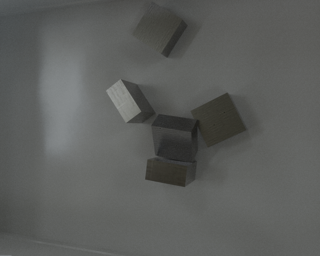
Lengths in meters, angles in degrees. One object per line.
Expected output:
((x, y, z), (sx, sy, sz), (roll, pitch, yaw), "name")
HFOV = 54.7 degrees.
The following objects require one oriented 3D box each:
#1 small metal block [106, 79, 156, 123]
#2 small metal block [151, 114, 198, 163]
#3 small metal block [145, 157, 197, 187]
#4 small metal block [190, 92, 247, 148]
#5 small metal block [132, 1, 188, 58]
((-0.037, -0.034, 0.409), (0.025, 0.050, 0.050), (-36, 79, 16), "small metal block")
((0.020, 0.013, 0.390), (0.050, 0.025, 0.050), (9, 130, 19), "small metal block")
((0.015, 0.053, 0.391), (0.050, 0.050, 0.025), (7, 93, 19), "small metal block")
((0.074, -0.009, 0.384), (0.050, 0.025, 0.050), (-27, 81, 17), "small metal block")
((0.000, -0.130, 0.410), (0.050, 0.025, 0.050), (36, 101, 16), "small metal block")
